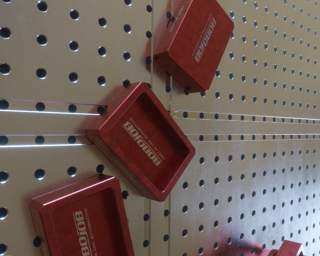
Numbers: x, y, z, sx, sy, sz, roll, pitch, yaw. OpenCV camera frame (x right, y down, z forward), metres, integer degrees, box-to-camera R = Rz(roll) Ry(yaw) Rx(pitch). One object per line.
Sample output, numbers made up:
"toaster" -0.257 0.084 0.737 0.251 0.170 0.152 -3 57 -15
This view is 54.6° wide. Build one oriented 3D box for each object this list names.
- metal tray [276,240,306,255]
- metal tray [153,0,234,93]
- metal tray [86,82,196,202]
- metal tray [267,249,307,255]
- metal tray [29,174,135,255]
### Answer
"metal tray" 0.207 0.263 0.510 0.131 0.030 0.090 -37 114 -39
"metal tray" 0.053 -0.128 0.449 0.090 0.030 0.130 37 67 -34
"metal tray" -0.018 0.019 0.389 0.130 0.030 0.090 52 60 -27
"metal tray" 0.209 0.276 0.537 0.131 0.090 0.030 -39 104 -33
"metal tray" -0.078 0.126 0.339 0.091 0.030 0.129 -17 101 -39
